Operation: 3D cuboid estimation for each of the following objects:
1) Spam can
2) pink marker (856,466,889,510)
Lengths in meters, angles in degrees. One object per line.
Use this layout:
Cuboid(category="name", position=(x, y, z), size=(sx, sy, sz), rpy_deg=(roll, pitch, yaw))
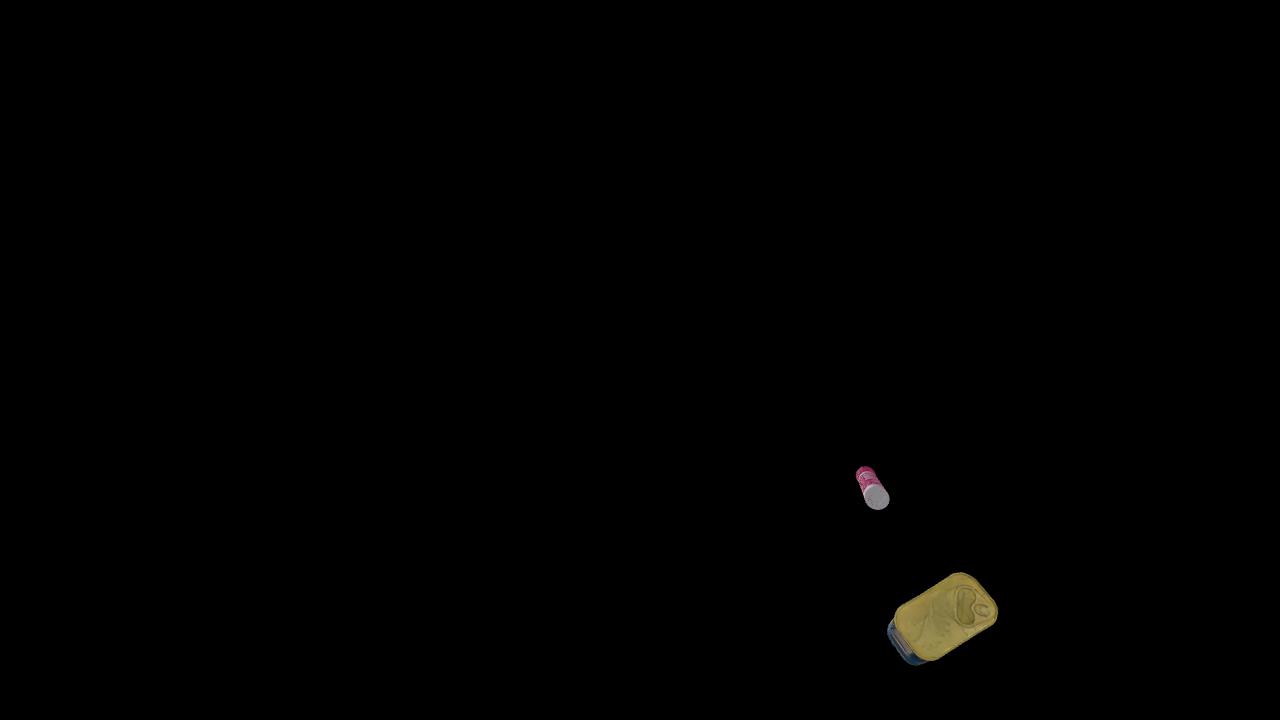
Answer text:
Cuboid(category="Spam can", position=(0.324, 0.285, 0.669), size=(0.101, 0.058, 0.085), rpy_deg=(-28, -33, -5))
Cuboid(category="pink marker", position=(0.206, 0.112, 0.550), size=(0.020, 0.020, 0.121), rpy_deg=(0, -1, 16))
